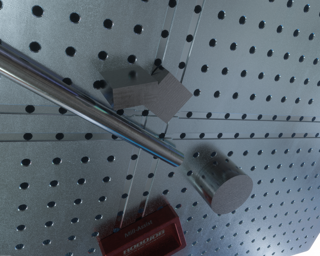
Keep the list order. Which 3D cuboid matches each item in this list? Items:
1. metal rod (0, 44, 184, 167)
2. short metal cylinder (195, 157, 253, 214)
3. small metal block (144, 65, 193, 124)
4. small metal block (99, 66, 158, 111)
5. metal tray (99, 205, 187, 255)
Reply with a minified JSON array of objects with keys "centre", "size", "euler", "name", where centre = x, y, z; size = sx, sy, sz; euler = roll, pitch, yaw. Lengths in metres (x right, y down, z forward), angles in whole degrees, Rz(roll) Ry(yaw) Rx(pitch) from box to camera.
[{"centre":[-0.074,-0.017,0.361],"size":[0.301,0.025,0.025],"euler":[32,100,-39],"name":"metal rod"},{"centre":[0.106,0.096,0.515],"size":[0.081,0.050,0.079],"euler":[-14,125,-21],"name":"short metal cylinder"},{"centre":[0.005,-0.041,0.390],"size":[0.050,0.025,0.050],"euler":[-48,129,5],"name":"small metal block"},{"centre":[-0.036,-0.046,0.348],"size":[0.050,0.050,0.025],"euler":[-13,124,-22],"name":"small metal block"},{"centre":[-0.025,0.194,0.516],"size":[0.131,0.030,0.090],"euler":[-25,128,-14],"name":"metal tray"}]
